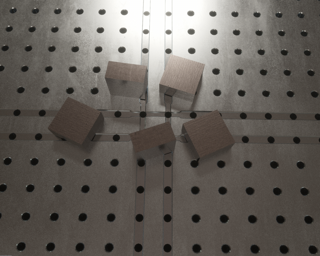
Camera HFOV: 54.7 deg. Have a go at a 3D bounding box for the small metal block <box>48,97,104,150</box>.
[{"bbox_3d":[-0.111,-0.006,0.413,0.050,0.025,0.050,24,72,8],"label":"small metal block"}]

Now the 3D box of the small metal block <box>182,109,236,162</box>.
[{"bbox_3d":[0.063,0.010,0.409,0.050,0.025,0.050,-22,72,-8],"label":"small metal block"}]

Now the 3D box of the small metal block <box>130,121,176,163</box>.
[{"bbox_3d":[-0.009,0.019,0.392,0.050,0.050,0.025,-18,71,-7],"label":"small metal block"}]

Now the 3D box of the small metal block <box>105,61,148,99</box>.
[{"bbox_3d":[-0.044,-0.064,0.421,0.050,0.050,0.025,8,70,2],"label":"small metal block"}]

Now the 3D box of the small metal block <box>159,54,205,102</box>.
[{"bbox_3d":[0.031,-0.070,0.438,0.050,0.025,0.050,18,71,6],"label":"small metal block"}]
